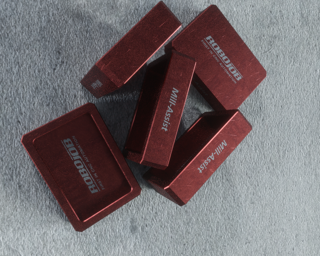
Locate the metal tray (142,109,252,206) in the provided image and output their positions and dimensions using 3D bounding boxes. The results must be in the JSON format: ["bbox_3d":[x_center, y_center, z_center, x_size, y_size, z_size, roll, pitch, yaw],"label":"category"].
[{"bbox_3d":[0.044,0.032,0.393,0.130,0.090,0.030,-45,105,-15],"label":"metal tray"}]

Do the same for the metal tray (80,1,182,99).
[{"bbox_3d":[-0.039,-0.079,0.341,0.030,0.130,0.090,46,75,-15],"label":"metal tray"}]

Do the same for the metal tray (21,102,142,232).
[{"bbox_3d":[-0.092,0.045,0.374,0.091,0.030,0.129,-30,100,-18],"label":"metal tray"}]

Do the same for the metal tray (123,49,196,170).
[{"bbox_3d":[-0.005,-0.020,0.374,0.030,0.090,0.129,18,84,-20],"label":"metal tray"}]

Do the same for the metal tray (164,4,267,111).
[{"bbox_3d":[0.081,-0.094,0.439,0.090,0.030,0.130,-46,105,-14],"label":"metal tray"}]
